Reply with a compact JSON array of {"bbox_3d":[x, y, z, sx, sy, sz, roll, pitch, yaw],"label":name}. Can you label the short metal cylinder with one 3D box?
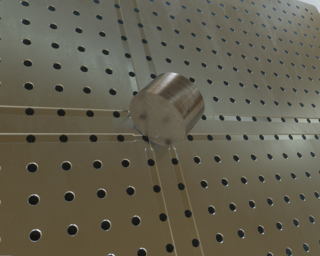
[{"bbox_3d":[0.009,-0.023,0.392,0.080,0.080,0.050,42,51,0],"label":"short metal cylinder"}]
